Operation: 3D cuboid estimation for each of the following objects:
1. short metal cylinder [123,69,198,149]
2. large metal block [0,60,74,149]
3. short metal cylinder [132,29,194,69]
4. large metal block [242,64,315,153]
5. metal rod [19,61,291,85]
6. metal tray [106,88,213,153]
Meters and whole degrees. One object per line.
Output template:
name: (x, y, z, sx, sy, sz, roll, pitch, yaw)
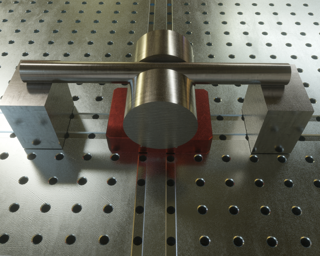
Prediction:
short metal cylinder: (0.001, -0.020, 0.350, 0.080, 0.080, 0.050, 1, 50, 0)
large metal block: (-0.151, -0.030, 0.394, 0.050, 0.080, 0.080, 1, 50, 1)
short metal cylinder: (0.004, -0.078, 0.398, 0.080, 0.080, 0.050, 1, 50, 0)
large metal block: (0.143, -0.024, 0.391, 0.050, 0.080, 0.080, 1, 50, 1)
metal rod: (-0.005, -0.063, 0.356, 0.302, 0.025, 0.025, 1, 50, 0)
metal tray: (0.000, -0.012, 0.414, 0.131, 0.030, 0.090, 1, 50, 1)
